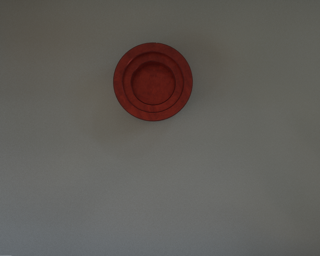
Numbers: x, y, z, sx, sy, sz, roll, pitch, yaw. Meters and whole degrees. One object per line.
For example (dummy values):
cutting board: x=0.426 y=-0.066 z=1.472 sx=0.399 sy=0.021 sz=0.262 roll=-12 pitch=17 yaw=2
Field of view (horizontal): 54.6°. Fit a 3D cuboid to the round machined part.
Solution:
round machined part: x=-0.009 y=-0.057 z=0.403 sx=0.099 sy=0.042 sz=0.097 roll=0 pitch=90 yaw=0
